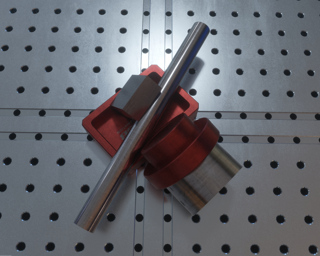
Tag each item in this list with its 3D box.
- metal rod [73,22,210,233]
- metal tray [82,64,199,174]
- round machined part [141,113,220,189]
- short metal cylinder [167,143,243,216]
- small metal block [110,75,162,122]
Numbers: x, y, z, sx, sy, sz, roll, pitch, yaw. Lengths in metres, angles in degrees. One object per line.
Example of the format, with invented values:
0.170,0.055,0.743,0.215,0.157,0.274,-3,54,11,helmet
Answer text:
-0.013,-0.015,0.385,0.025,0.025,0.300,27,72,9,metal rod
-0.024,-0.013,0.413,0.130,0.030,0.090,-41,76,-14,metal tray
0.017,0.020,0.355,0.098,0.098,0.042,-44,98,-15,round machined part
0.049,0.056,0.361,0.080,0.080,0.050,-42,76,-14,short metal cylinder
-0.031,-0.039,0.389,0.025,0.050,0.050,39,82,-27,small metal block
